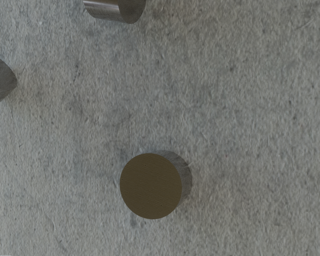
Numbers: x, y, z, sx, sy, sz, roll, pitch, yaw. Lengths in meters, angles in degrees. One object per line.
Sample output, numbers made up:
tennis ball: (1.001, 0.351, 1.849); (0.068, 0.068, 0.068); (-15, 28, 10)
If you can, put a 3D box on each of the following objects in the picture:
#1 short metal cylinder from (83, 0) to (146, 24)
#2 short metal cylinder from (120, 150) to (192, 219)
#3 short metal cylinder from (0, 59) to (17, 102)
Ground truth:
short metal cylinder: (-0.056, -0.179, 0.399); (0.050, 0.080, 0.079); (15, 95, 19)
short metal cylinder: (-0.004, 0.070, 0.396); (0.080, 0.050, 0.079); (0, 90, 19)
short metal cylinder: (-0.270, -0.074, 0.473); (0.050, 0.080, 0.080); (-38, 78, 16)
